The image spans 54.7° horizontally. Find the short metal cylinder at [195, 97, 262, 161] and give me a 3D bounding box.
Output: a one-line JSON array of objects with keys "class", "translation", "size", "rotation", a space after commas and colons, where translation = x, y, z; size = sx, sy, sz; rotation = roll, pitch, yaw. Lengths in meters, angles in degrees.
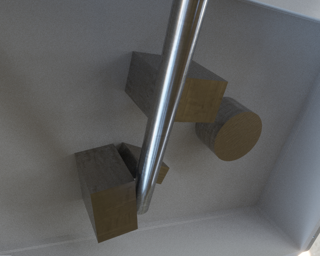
[{"class": "short metal cylinder", "translation": [0.099, 0.001, 0.450], "size": [0.081, 0.050, 0.079], "rotation": [-14, 125, -21]}]

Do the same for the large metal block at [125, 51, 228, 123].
[{"class": "large metal block", "translation": [0.015, -0.047, 0.354], "size": [0.081, 0.080, 0.050], "rotation": [0, 118, -29]}]

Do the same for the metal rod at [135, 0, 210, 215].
[{"class": "metal rod", "translation": [0.000, -0.002, 0.302], "size": [0.025, 0.025, 0.298], "rotation": [-10, 139, -23]}]

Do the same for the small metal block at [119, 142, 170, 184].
[{"class": "small metal block", "translation": [-0.024, 0.046, 0.408], "size": [0.050, 0.050, 0.025], "rotation": [20, 102, -37]}]

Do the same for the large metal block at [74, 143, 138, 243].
[{"class": "large metal block", "translation": [-0.067, 0.079, 0.386], "size": [0.050, 0.080, 0.079], "rotation": [-14, 124, -21]}]
